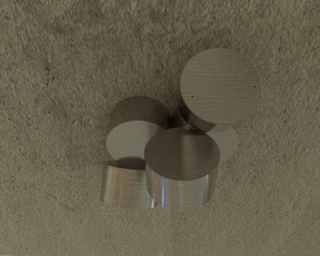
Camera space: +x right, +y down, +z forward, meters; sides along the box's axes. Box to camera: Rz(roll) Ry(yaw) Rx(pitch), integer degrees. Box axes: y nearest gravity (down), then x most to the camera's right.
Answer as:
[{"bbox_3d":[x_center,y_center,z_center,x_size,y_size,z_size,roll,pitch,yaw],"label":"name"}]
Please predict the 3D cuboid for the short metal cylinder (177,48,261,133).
[{"bbox_3d":[0.060,-0.038,0.332,0.081,0.080,0.050,0,168,-1],"label":"short metal cylinder"}]

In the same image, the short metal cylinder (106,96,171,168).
[{"bbox_3d":[-0.025,0.006,0.396,0.081,0.050,0.079,0,130,0],"label":"short metal cylinder"}]

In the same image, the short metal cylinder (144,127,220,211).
[{"bbox_3d":[0.024,0.044,0.345,0.081,0.080,0.050,-1,130,0],"label":"short metal cylinder"}]

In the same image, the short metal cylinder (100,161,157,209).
[{"bbox_3d":[-0.040,0.076,0.428,0.081,0.080,0.050,6,91,-5],"label":"short metal cylinder"}]

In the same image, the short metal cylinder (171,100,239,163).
[{"bbox_3d":[0.055,0.005,0.396,0.081,0.050,0.079,0,130,0],"label":"short metal cylinder"}]
